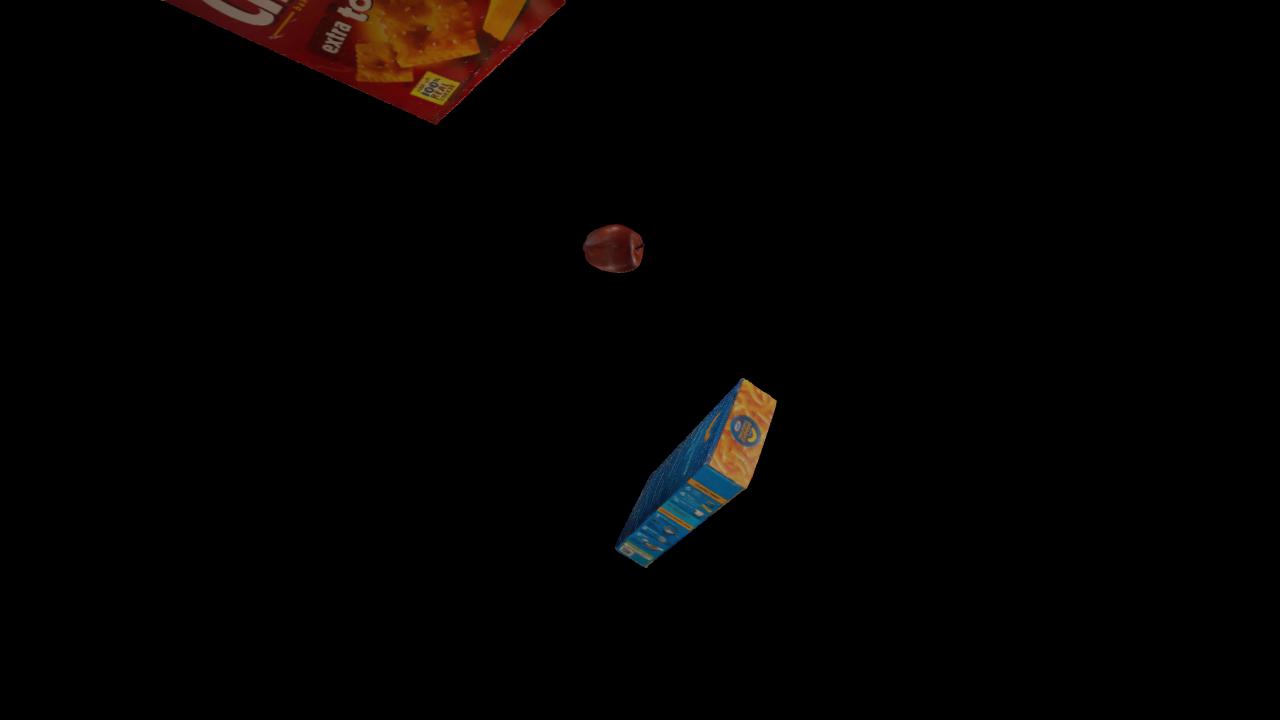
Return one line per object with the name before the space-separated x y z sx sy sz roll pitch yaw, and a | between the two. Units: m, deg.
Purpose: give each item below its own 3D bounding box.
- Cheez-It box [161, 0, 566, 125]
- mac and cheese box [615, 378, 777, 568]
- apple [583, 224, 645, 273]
Cheez-It box | -0.185 -0.271 0.417 0.166 0.071 0.223 -26 -18 30
mac and cheese box | 0.042 0.101 0.519 0.041 0.093 0.184 34 -41 -1
apple | -0.038 -0.171 0.947 0.093 0.079 0.079 0 0 15
